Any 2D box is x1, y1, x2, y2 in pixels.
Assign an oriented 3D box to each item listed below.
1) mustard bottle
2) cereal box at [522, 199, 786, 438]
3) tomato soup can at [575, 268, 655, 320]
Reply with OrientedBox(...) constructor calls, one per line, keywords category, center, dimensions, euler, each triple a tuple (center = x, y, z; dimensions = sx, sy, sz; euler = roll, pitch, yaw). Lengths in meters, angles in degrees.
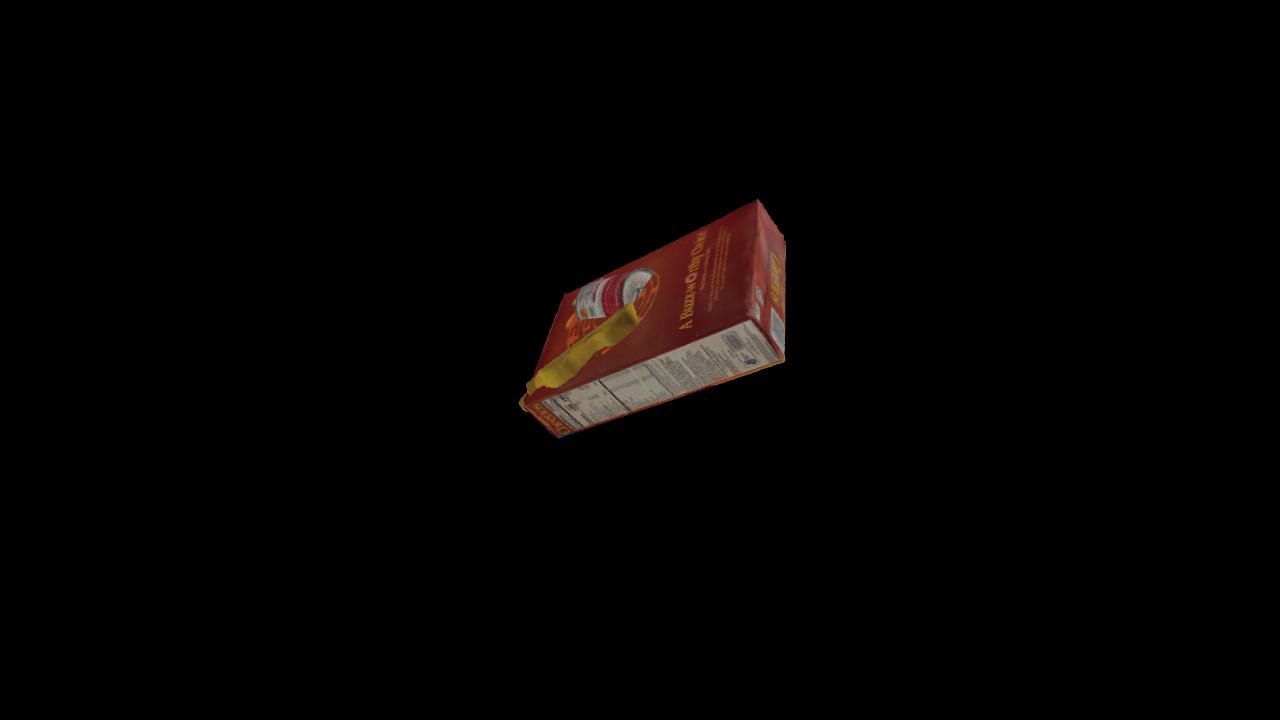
OrientedBox(category="mustard bottle", center=(-0.067, 0.005, 0.716), dimensions=(0.184, 0.054, 0.092), euler=(-35, -1, 12))
OrientedBox(category="cereal box", center=(0.017, -0.042, 0.715), dimensions=(0.306, 0.203, 0.081), euler=(-22, -53, 31))
OrientedBox(category="tomato soup can", center=(-0.024, -0.068, 0.733), dimensions=(0.068, 0.068, 0.101), euler=(0, -3, -39))
